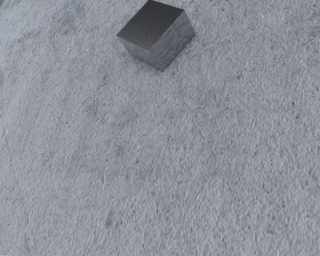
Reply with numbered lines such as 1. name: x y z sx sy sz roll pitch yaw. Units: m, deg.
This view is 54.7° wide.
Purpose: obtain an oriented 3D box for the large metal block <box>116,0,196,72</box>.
1. large metal block: -0.006 -0.144 0.480 0.080 0.050 0.080 35 81 38
